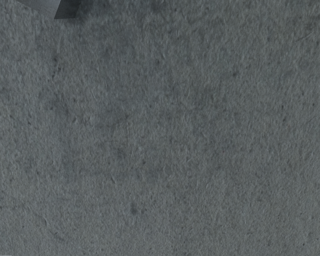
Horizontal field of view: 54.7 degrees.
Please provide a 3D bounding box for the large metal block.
[{"bbox_3d":[-0.127,-0.156,0.321,0.080,0.080,0.050,25,108,-9],"label":"large metal block"}]
